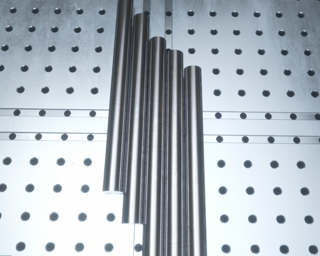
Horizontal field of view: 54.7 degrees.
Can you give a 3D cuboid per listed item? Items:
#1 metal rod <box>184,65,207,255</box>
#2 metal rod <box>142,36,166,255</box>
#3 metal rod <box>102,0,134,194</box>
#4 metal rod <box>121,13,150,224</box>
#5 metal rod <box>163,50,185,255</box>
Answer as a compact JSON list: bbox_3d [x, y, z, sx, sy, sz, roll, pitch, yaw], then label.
[{"bbox_3d":[0.044,0.057,0.390,0.025,0.025,0.299,1,70,0],"label":"metal rod"},{"bbox_3d":[-0.006,0.012,0.406,0.025,0.025,0.299,1,70,0],"label":"metal rod"},{"bbox_3d":[-0.056,-0.061,0.433,0.025,0.025,0.299,1,70,0],"label":"metal rod"},{"bbox_3d":[-0.030,-0.026,0.420,0.025,0.025,0.299,1,70,0],"label":"metal rod"},{"bbox_3d":[0.019,0.033,0.399,0.025,0.025,0.299,1,70,0],"label":"metal rod"}]
